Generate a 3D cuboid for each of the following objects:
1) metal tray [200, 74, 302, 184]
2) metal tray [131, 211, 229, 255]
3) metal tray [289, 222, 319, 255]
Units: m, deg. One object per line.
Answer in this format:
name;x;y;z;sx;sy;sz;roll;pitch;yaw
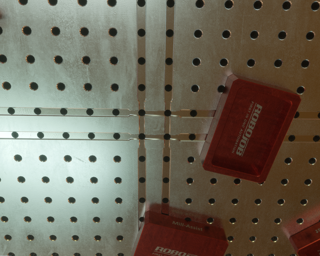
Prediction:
metal tray;0.116;0.003;0.413;0.091;0.030;0.129;14;109;-6
metal tray;0.028;0.188;0.480;0.131;0.030;0.089;15;109;-6
metal tray;0.283;0.181;0.481;0.130;0.030;0.090;-33;107;11
